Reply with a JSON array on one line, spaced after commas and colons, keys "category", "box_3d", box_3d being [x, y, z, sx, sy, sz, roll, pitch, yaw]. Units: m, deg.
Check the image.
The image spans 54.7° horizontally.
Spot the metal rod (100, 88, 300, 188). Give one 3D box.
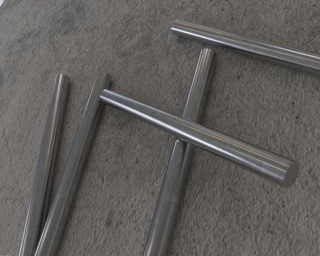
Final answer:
[{"category": "metal rod", "box_3d": [0.015, -0.005, 0.366, 0.300, 0.025, 0.025, 25, 75, 46]}]

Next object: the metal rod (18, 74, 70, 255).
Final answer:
[{"category": "metal rod", "box_3d": [-0.169, 0.040, 0.468, 0.025, 0.025, 0.299, -15, 56, 20]}]

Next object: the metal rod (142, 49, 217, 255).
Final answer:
[{"category": "metal rod", "box_3d": [0.026, 0.029, 0.372, 0.025, 0.025, 0.300, 3, 63, 30]}]

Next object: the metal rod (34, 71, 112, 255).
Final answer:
[{"category": "metal rod", "box_3d": [-0.118, 0.047, 0.437, 0.025, 0.025, 0.300, -2, 60, 27]}]

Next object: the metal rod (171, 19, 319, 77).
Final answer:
[{"category": "metal rod", "box_3d": [0.131, -0.100, 0.396, 0.300, 0.025, 0.025, 30, 78, 37]}]
